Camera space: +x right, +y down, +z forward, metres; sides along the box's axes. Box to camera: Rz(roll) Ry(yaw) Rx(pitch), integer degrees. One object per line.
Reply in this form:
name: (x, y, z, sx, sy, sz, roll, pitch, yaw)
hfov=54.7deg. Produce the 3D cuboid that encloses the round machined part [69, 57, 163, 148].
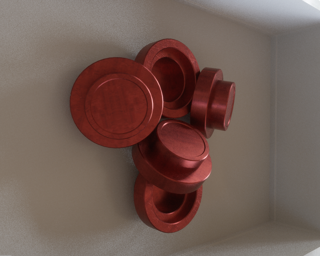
round machined part: (-0.045, -0.025, 0.328, 0.099, 0.042, 0.097, -3, 102, -12)

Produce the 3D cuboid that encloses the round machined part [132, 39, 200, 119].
round machined part: (0.004, -0.060, 0.395, 0.099, 0.042, 0.097, 0, 90, -40)

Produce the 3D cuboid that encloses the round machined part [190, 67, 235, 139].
round machined part: (0.077, -0.033, 0.428, 0.098, 0.042, 0.097, 10, 91, -71)

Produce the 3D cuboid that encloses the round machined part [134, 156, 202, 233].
round machined part: (0.006, 0.080, 0.398, 0.099, 0.042, 0.097, 0, 90, -40)

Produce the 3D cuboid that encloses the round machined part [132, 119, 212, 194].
round machined part: (0.020, 0.027, 0.372, 0.099, 0.098, 0.042, -9, 140, -40)
